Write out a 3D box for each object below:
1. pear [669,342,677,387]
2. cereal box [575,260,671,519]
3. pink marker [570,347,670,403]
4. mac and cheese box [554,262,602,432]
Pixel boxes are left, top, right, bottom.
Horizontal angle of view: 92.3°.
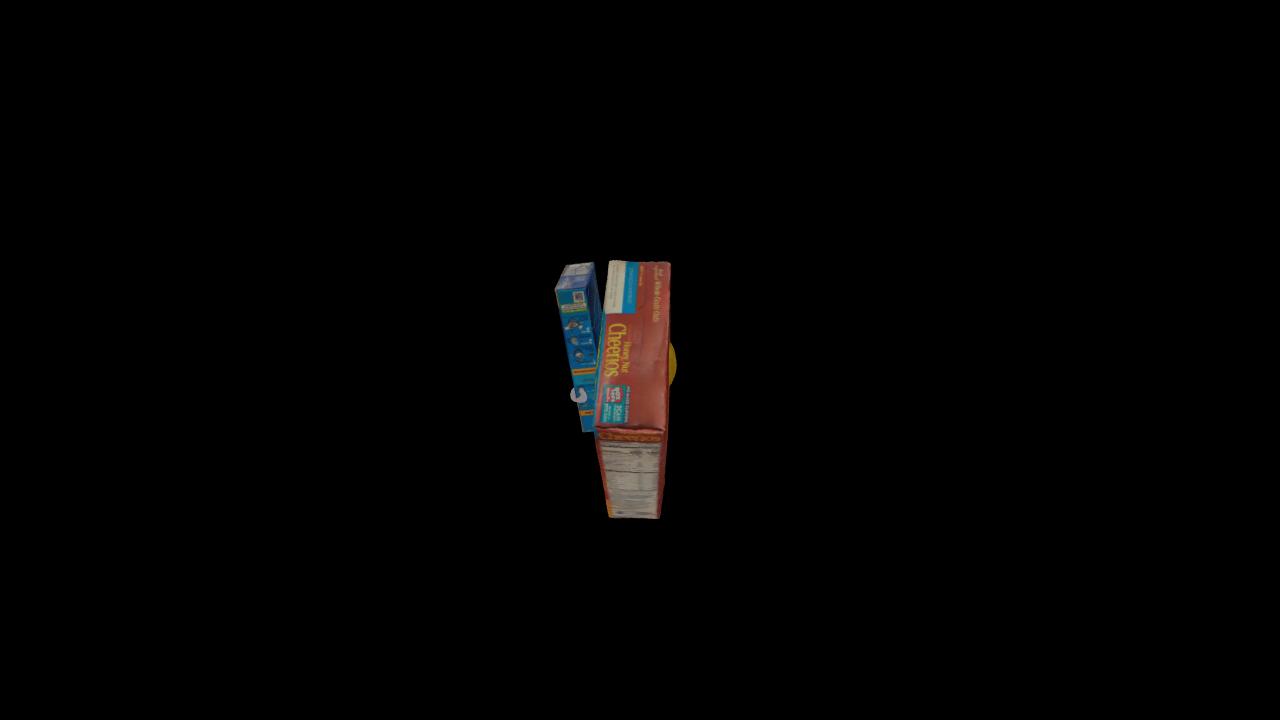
[{"bbox_3d":[0.013,-0.005,0.684,0.080,0.080,0.111,0,26,27],"label":"pear"},{"bbox_3d":[-0.005,0.052,0.743,0.081,0.203,0.306,2,-30,2],"label":"cereal box"},{"bbox_3d":[-0.042,0.051,0.761,0.020,0.020,0.121,0,-11,33],"label":"pink marker"},{"bbox_3d":[-0.062,-0.015,0.734,0.041,0.184,0.093,-6,26,3],"label":"mac and cheese box"}]
